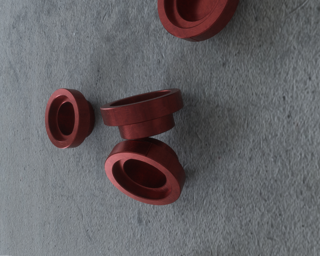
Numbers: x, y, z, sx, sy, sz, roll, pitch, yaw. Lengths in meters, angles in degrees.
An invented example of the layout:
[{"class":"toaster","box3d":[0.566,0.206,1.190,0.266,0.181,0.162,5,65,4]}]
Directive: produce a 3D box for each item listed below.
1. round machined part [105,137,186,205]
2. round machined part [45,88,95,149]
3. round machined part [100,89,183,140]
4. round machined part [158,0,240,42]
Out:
[{"class":"round machined part","box3d":[-0.015,0.049,0.384,0.098,0.042,0.097,14,136,14]},{"class":"round machined part","box3d":[-0.146,-0.016,0.515,0.098,0.042,0.097,0,90,40]},{"class":"round machined part","box3d":[-0.019,-0.016,0.377,0.098,0.099,0.042,-2,106,40]},{"class":"round machined part","box3d":[0.048,-0.148,0.354,0.098,0.042,0.097,0,90,40]}]
